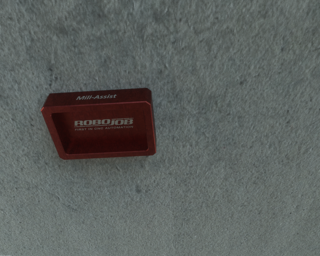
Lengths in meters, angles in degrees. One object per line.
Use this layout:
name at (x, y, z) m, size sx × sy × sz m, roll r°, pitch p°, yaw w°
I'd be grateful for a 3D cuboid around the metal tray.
metal tray at (-0.073, -0.003, 0.400) m, size 0.131 × 0.030 × 0.090 m, roll -3°, pitch 130°, yaw 2°
